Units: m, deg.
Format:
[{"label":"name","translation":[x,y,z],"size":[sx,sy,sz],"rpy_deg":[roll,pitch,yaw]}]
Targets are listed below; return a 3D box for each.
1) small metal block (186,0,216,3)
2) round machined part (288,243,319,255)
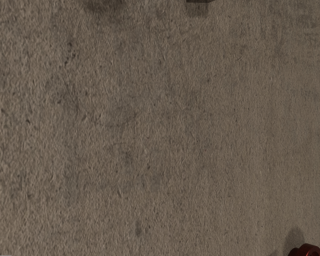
[{"label":"small metal block","translation":[0.061,-0.215,0.458],"size":[0.050,0.025,0.050],"rpy_deg":[-18,102,-39]},{"label":"round machined part","translation":[0.301,0.292,0.652],"size":[0.099,0.042,0.097],"rpy_deg":[0,90,-40]}]
